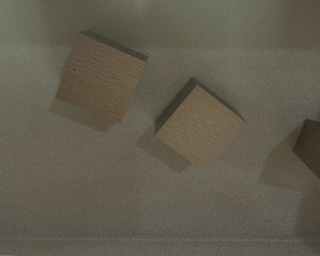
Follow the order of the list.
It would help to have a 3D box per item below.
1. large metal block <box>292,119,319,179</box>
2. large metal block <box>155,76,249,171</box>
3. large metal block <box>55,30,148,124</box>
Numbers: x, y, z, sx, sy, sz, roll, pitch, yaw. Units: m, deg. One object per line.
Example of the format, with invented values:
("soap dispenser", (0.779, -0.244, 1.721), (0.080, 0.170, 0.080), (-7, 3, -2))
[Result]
("large metal block", (0.232, 0.032, 0.396), (0.080, 0.080, 0.050), (13, 110, -5))
("large metal block", (0.050, -0.006, 0.396), (0.080, 0.050, 0.080), (36, 106, -12))
("large metal block", (-0.068, -0.063, 0.374), (0.080, 0.050, 0.079), (22, 109, -8))
